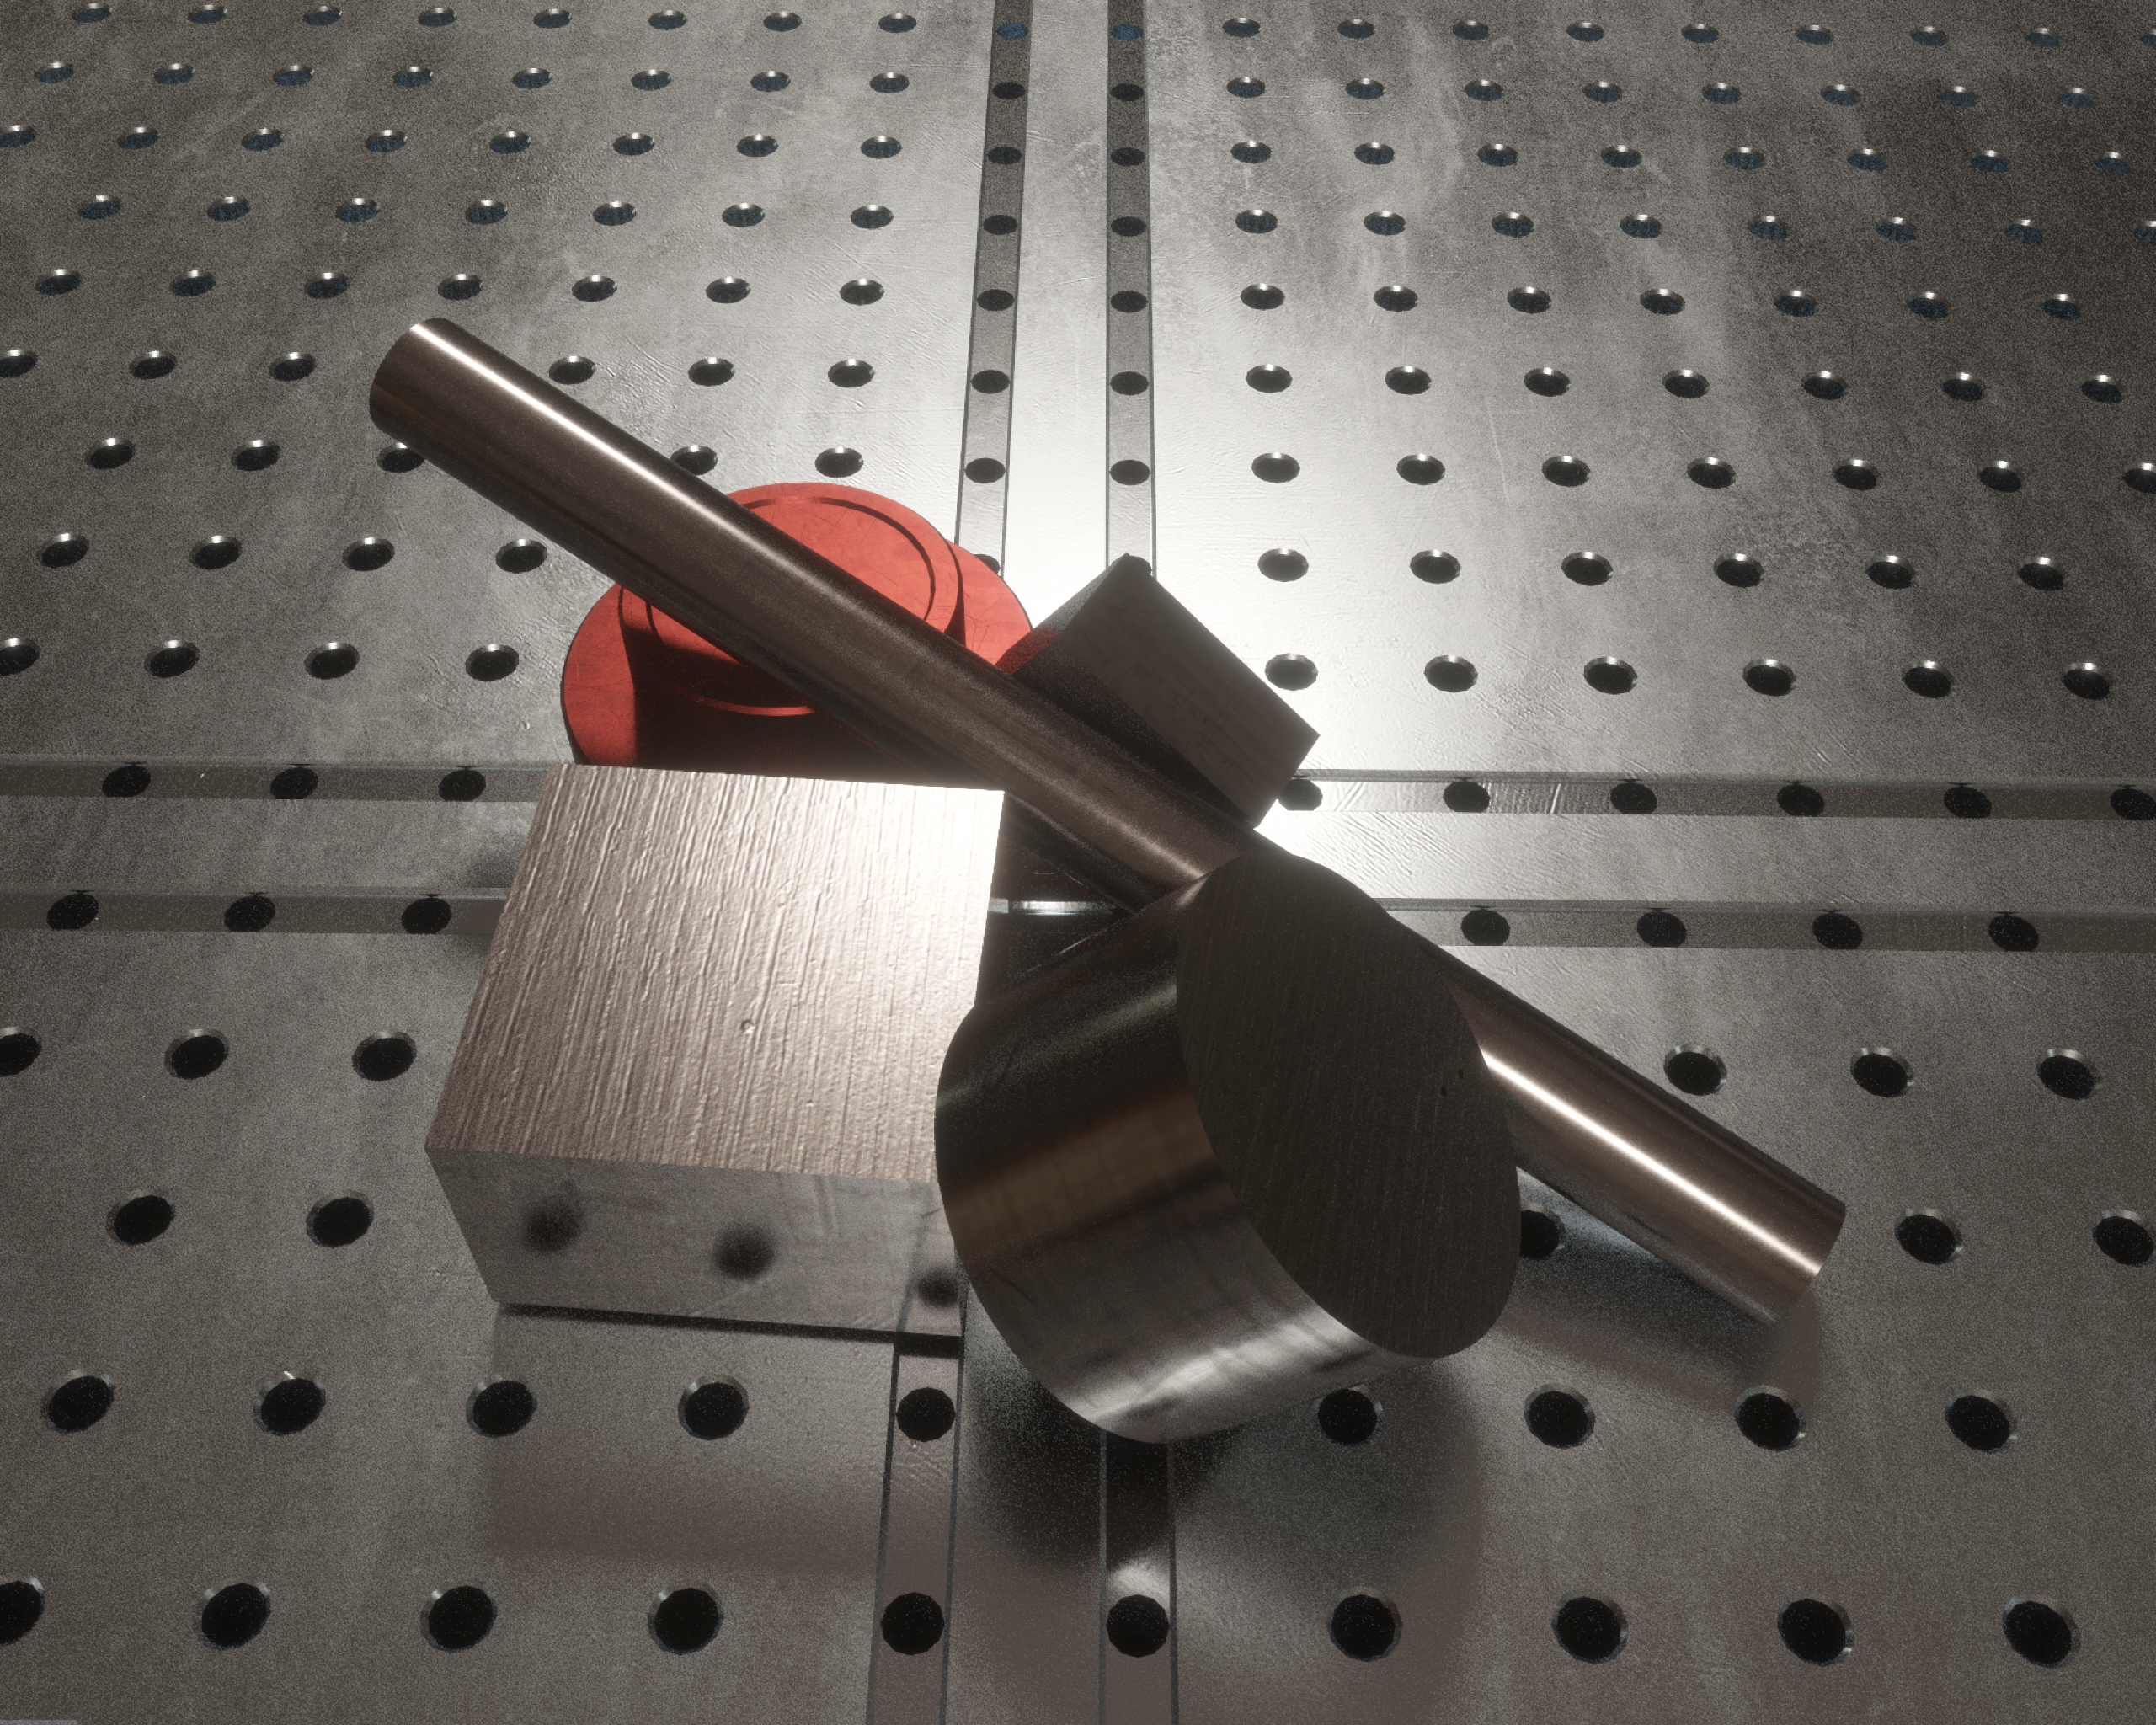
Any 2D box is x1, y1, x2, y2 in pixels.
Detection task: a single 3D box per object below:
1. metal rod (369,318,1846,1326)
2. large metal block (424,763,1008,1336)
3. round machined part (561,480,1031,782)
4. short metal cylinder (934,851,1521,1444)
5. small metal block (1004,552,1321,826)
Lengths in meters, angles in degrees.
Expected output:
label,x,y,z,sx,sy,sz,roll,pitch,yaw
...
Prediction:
label,x,y,z,sx,sy,sz,roll,pitch,yaw
metal rod,-0.002,-0.013,0.376,0.301,0.025,0.025,33,56,9
large metal block,-0.056,0.031,0.361,0.080,0.050,0.080,4,50,3
round machined part,-0.057,-0.041,0.431,0.099,0.042,0.098,0,50,0
short metal cylinder,0.024,0.045,0.326,0.080,0.050,0.080,30,45,-35
small metal block,0.009,-0.025,0.400,0.050,0.050,0.025,42,58,-11
